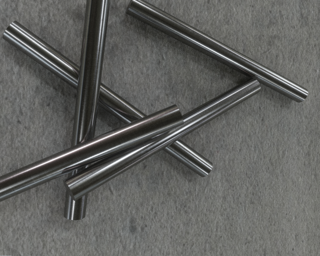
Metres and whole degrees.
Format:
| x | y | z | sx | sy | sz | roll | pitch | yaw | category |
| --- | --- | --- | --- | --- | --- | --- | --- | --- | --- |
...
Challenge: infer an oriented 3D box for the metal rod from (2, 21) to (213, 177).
| x | y | z | sx | sy | sz | roll | pitch | yaw | category |
| --- | --- | --- | --- | --- | --- | --- | --- | --- | --- |
| -0.052 | -0.026 | 0.390 | 0.301 | 0.025 | 0.025 | 36 | 78 | -17 | metal rod |

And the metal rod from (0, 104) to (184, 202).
| x | y | z | sx | sy | sz | roll | pitch | yaw | category |
| --- | --- | --- | --- | --- | --- | --- | --- | --- | --- |
| -0.116 | 0.043 | 0.333 | 0.302 | 0.025 | 0.025 | -23 | 98 | -7 | metal rod |

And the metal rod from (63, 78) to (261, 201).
| x | y | z | sx | sy | sz | roll | pitch | yaw | category |
| --- | --- | --- | --- | --- | --- | --- | --- | --- | --- |
| 0.023 | 0.001 | 0.393 | 0.302 | 0.025 | 0.025 | -29 | 100 | -27 | metal rod |

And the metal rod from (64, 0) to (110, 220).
| x | y | z | sx | sy | sz | roll | pitch | yaw | category |
| --- | --- | --- | --- | --- | --- | --- | --- | --- | --- |
| -0.082 | -0.041 | 0.353 | 0.025 | 0.025 | 0.298 | 5 | 98 | -20 | metal rod |

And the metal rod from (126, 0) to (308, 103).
| x | y | z | sx | sy | sz | roll | pitch | yaw | category |
| --- | --- | --- | --- | --- | --- | --- | --- | --- | --- |
| 0.094 | -0.105 | 0.444 | 0.302 | 0.025 | 0.025 | 22 | 83 | -19 | metal rod |
